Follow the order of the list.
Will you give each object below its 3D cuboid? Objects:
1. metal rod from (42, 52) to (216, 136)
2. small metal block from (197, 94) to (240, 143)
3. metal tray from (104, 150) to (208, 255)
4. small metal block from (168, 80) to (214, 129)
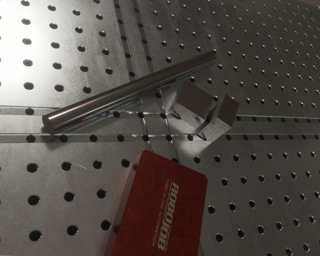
[{"bbox_3d":[-0.019,-0.060,0.436,0.302,0.025,0.025,-29,78,-38],"label":"metal rod"},{"bbox_3d":[0.084,-0.013,0.448,0.025,0.050,0.050,34,51,-7],"label":"small metal block"},{"bbox_3d":[0.001,0.099,0.346,0.090,0.030,0.130,25,53,-13],"label":"metal tray"},{"bbox_3d":[0.046,-0.035,0.457,0.050,0.025,0.050,32,51,-8],"label":"small metal block"}]
